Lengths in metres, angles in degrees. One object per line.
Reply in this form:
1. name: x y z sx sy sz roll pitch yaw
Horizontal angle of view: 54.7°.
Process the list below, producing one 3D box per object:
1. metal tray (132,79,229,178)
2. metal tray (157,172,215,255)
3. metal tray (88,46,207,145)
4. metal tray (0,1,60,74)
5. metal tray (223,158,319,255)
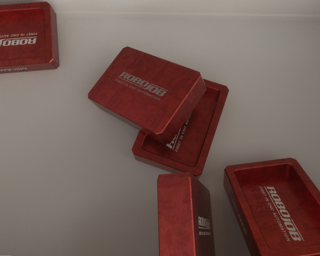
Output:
1. metal tray: 0.028 -0.007 0.409 0.090 0.030 0.130 19 71 7
2. metal tray: 0.031 0.101 0.315 0.030 0.130 0.090 -7 70 15
3. metal tray: -0.019 -0.046 0.394 0.130 0.030 0.090 27 77 32
4. metal tray: -0.215 -0.126 0.440 0.131 0.030 0.090 -5 83 -2
5. metal tray: 0.131 0.089 0.337 0.091 0.030 0.130 -7 34 -3
